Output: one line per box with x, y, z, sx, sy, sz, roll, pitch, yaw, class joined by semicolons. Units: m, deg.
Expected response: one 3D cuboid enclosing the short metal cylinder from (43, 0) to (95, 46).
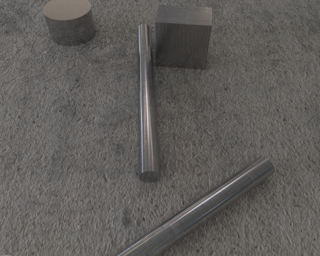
-0.157;-0.189;0.544;0.081;0.050;0.080;0;50;0;short metal cylinder

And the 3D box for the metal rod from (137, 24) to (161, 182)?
-0.020;-0.059;0.452;0.025;0.025;0.300;-2;50;-2;metal rod

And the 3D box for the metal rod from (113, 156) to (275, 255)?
0.002;0.110;0.310;0.302;0.025;0.025;-28;56;-22;metal rod

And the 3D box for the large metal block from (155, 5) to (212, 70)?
0.036;-0.142;0.487;0.080;0.080;0.050;5;50;4;large metal block
